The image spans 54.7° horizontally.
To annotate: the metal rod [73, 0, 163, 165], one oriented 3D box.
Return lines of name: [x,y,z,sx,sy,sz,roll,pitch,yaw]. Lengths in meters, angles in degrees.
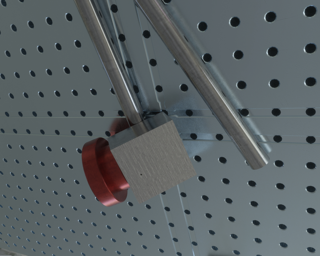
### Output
metal rod: [-0.055,-0.068,0.396,0.025,0.025,0.299,-9,114,31]

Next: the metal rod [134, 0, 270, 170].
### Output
metal rod: [0.033,-0.076,0.346,0.025,0.025,0.299,-29,103,37]

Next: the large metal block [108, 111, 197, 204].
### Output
large metal block: [-0.011,0.036,0.396,0.080,0.050,0.080,-26,109,-6]

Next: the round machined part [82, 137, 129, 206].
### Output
round machined part: [-0.067,0.058,0.441,0.042,0.098,0.098,-22,109,8]
